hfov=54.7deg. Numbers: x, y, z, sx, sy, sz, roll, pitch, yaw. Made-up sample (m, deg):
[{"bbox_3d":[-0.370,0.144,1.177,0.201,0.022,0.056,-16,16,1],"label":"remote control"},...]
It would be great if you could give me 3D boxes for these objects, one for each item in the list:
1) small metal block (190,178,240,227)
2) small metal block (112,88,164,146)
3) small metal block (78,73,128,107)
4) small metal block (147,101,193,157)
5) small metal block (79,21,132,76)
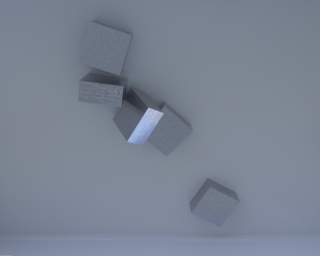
[{"bbox_3d":[0.079,0.109,0.453,0.050,0.025,0.050,28,107,-11],"label":"small metal block"},{"bbox_3d":[-0.029,-0.014,0.389,0.025,0.050,0.050,18,113,-41],"label":"small metal block"},{"bbox_3d":[-0.068,-0.047,0.380,0.050,0.050,0.025,8,110,-3],"label":"small metal block"},{"bbox_3d":[0.007,0.001,0.412,0.050,0.025,0.050,41,105,-14],"label":"small metal block"},{"bbox_3d":[-0.065,-0.097,0.375,0.050,0.025,0.050,17,109,-7],"label":"small metal block"}]
